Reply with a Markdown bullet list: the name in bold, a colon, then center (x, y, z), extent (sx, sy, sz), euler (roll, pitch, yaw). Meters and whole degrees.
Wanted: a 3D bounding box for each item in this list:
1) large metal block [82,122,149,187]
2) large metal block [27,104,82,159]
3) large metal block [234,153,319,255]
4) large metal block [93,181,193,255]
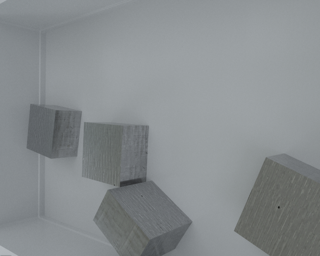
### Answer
- **large metal block**: center (-0.064, 0.034, 0.441), extent (0.080, 0.050, 0.079), euler (5, 93, 39)
- **large metal block**: center (-0.185, 0.004, 0.540), extent (0.080, 0.050, 0.079), euler (13, 98, 39)
- **large metal block**: center (0.128, 0.078, 0.284), extent (0.080, 0.050, 0.079), euler (29, 108, 36)
- **large metal block**: center (-0.021, 0.116, 0.387), extent (0.080, 0.081, 0.050), euler (41, 115, 32)
